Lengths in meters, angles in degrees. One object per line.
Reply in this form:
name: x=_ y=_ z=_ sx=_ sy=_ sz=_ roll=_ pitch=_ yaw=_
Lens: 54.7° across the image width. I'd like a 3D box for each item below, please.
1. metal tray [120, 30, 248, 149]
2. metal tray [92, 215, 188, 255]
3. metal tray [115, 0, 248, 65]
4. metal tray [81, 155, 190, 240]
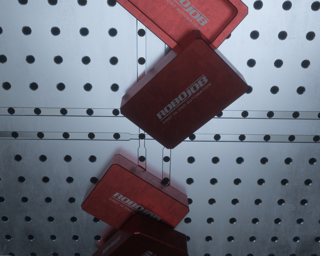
metal tray: x=0.027 y=-0.041 z=0.376 sx=0.090 sy=0.030 sz=0.130 roll=39 pitch=116 yaw=-24
metal tray: x=-0.033 y=0.188 z=0.457 sx=0.090 sy=0.030 sz=0.129 roll=31 pitch=120 yaw=-21
metal tray: x=0.024 y=-0.144 z=0.357 sx=0.130 sy=0.030 sz=0.090 roll=38 pitch=105 yaw=-13
metal tray: x=-0.035 y=0.109 z=0.451 sx=0.130 sy=0.030 sz=0.090 roll=34 pitch=106 yaw=-12
